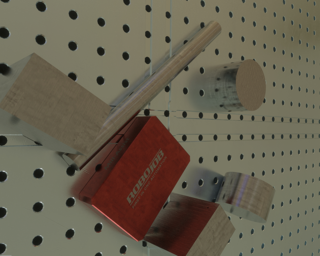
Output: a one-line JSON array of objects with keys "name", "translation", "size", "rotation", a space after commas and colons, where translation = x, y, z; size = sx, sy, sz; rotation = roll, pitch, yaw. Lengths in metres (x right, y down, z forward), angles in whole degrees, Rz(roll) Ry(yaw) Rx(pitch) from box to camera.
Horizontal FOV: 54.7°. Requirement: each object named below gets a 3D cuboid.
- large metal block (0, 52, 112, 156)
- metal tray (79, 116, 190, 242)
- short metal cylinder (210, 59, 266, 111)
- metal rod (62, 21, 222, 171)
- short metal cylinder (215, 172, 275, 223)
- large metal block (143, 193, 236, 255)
[{"name": "large metal block", "translation": [-0.106, -0.017, 0.284], "size": [0.080, 0.080, 0.050], "rotation": [37, 67, -34]}, {"name": "metal tray", "translation": [-0.025, 0.060, 0.385], "size": [0.090, 0.030, 0.130], "rotation": [50, 61, -29]}, {"name": "short metal cylinder", "translation": [0.126, -0.066, 0.498], "size": [0.081, 0.050, 0.080], "rotation": [0, 90, -40]}, {"name": "metal rod", "translation": [-0.005, -0.058, 0.404], "size": [0.301, 0.025, 0.025], "rotation": [-47, 118, -30]}, {"name": "short metal cylinder", "translation": [0.133, 0.109, 0.484], "size": [0.080, 0.080, 0.050], "rotation": [37, 67, -34]}, {"name": "large metal block", "translation": [0.037, 0.139, 0.404], "size": [0.080, 0.080, 0.050], "rotation": [-47, 118, -30]}]
